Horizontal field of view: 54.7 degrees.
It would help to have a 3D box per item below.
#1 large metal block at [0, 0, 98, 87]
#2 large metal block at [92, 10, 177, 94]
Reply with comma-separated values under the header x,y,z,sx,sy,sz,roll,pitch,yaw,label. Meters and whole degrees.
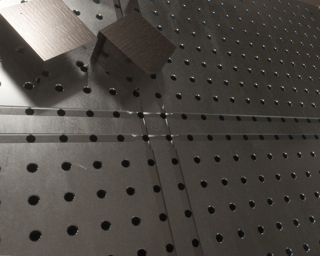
x,y,z,sx,sy,sz,roll,pitch,yaw,label
-0.140,-0.110,0.385,0.080,0.050,0.080,47,51,4,large metal block
-0.037,-0.108,0.440,0.080,0.050,0.080,42,51,0,large metal block
